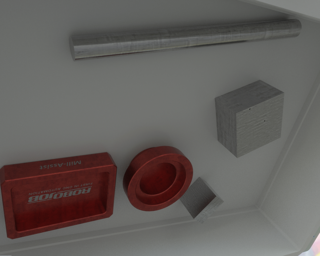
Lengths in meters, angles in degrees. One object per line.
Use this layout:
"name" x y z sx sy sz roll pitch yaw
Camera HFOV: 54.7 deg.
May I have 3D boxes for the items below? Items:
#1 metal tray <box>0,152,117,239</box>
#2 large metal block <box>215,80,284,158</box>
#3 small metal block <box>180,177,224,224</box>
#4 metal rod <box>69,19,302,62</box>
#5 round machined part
"metal tray" -0.124 0.083 0.389 0.131 0.030 0.089 -6 121 -26
"large metal block" 0.131 -0.014 0.458 0.081 0.050 0.080 -23 127 -15
"small metal block" 0.066 0.117 0.503 0.050 0.050 0.025 -47 130 4
"metal rod" 0.048 -0.108 0.369 0.303 0.025 0.025 -12 124 -22
"round machined part" -0.006 0.066 0.437 0.099 0.042 0.097 -14 125 -21
